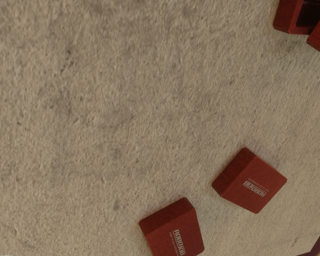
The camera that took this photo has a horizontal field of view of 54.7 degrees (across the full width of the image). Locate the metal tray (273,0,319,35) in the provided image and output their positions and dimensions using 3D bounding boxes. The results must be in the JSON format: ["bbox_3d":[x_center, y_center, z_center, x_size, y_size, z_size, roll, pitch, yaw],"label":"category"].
[{"bbox_3d":[0.224,-0.174,0.420,0.131,0.030,0.089,-6,121,-26],"label":"metal tray"}]

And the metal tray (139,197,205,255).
[{"bbox_3d":[0.024,0.189,0.536,0.091,0.030,0.129,-25,128,-13],"label":"metal tray"}]

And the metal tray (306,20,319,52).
[{"bbox_3d":[0.269,-0.151,0.426,0.131,0.030,0.089,-14,141,-36],"label":"metal tray"}]

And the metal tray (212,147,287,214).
[{"bbox_3d":[0.164,0.098,0.557,0.130,0.030,0.090,32,101,-39],"label":"metal tray"}]
